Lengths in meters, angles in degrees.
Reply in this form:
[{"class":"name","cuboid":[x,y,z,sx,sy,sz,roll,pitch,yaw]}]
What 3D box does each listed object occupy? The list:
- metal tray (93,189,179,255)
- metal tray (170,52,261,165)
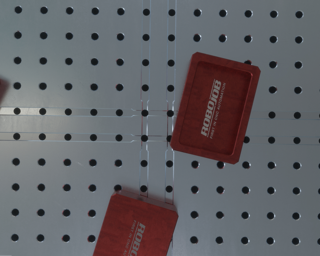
[{"class":"metal tray","cuboid":[-0.037,0.157,0.411,0.090,0.030,0.129,17,90,0]},{"class":"metal tray","cuboid":[0.071,-0.025,0.411,0.090,0.030,0.129,14,90,0]}]
